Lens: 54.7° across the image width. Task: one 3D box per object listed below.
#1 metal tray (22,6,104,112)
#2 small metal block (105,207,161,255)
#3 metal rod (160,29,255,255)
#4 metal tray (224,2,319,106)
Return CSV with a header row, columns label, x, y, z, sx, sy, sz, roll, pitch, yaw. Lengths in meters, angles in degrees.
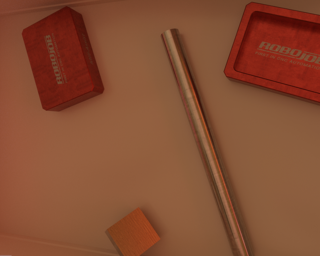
label,x,y,z,sx,sy,sz,roll,pitch,yaw
metal tray,-0.144,-0.099,0.457,0.090,0.030,0.129,-20,84,18
small metal block,-0.036,0.142,0.408,0.050,0.025,0.050,-30,76,-27
metal rod,0.058,0.018,0.389,0.025,0.025,0.299,-20,84,18
metal tray,0.150,-0.083,0.354,0.130,0.030,0.089,20,96,18
